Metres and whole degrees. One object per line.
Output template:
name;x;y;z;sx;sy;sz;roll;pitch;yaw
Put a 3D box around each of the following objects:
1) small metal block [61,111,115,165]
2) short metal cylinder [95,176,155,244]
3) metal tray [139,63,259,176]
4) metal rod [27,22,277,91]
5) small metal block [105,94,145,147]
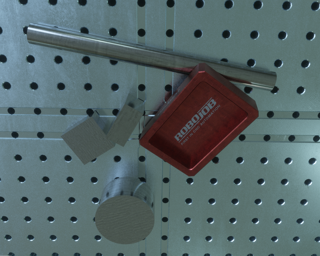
small metal block;-0.095;0.013;0.417;0.050;0.025;0.050;-31;108;10
short metal cylinder;-0.048;0.117;0.443;0.081;0.050;0.079;0;110;-1
metal tray;0.046;-0.006;0.394;0.090;0.030;0.129;34;119;-13
metal rod;-0.006;-0.086;0.381;0.302;0.025;0.025;10;110;-5
small metal block;-0.043;-0.011;0.395;0.025;0.050;0.050;29;107;-11
